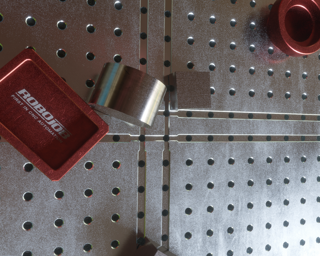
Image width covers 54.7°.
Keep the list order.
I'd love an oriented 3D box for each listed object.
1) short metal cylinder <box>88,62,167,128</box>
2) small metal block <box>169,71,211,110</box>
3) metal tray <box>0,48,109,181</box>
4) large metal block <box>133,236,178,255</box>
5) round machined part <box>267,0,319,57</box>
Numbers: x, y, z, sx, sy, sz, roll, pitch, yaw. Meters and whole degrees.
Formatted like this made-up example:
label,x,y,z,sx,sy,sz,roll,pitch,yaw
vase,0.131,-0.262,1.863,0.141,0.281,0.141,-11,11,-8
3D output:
label,x,y,z,sx,sy,sz,roll,pitch,yaw
short metal cylinder,-0.038,-0.037,0.370,0.080,0.080,0.050,23,83,-19
small metal block,0.042,-0.051,0.429,0.050,0.025,0.050,-4,91,-20
metal tray,-0.136,-0.014,0.359,0.090,0.030,0.130,-47,105,-14
large metal block,-0.003,0.202,0.400,0.080,0.050,0.080,38,78,-17
round machined part,0.209,-0.159,0.483,0.099,0.042,0.097,0,90,-21
